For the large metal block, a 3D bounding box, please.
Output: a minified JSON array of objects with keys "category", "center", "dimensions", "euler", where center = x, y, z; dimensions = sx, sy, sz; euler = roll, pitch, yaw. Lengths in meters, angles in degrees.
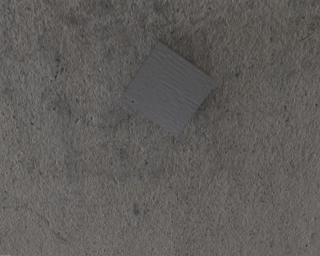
[{"category":"large metal block","center":[0.009,-0.051,0.378],"dimensions":[0.080,0.050,0.080],"euler":[33,107,-11]}]
